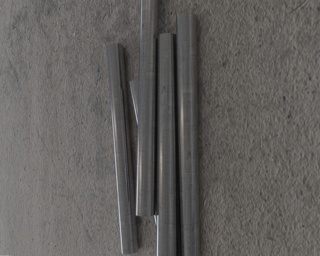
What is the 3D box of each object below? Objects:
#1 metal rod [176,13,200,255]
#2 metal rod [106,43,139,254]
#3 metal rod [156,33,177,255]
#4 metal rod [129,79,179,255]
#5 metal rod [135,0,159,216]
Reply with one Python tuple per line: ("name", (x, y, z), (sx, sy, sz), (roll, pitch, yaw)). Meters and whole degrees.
("metal rod", (0.034, 0.013, 0.376), (0.025, 0.025, 0.298), (-1, 89, 40))
("metal rod", (-0.055, 0.027, 0.450), (0.025, 0.025, 0.298), (-8, 85, 40))
("metal rod", (0.009, 0.031, 0.381), (0.025, 0.025, 0.298), (-4, 82, 40))
("metal rod", (-0.002, 0.080, 0.406), (0.025, 0.025, 0.299), (-18, 78, 38))
("metal rod", (-0.015, -0.042, 0.398), (0.025, 0.025, 0.298), (-5, 81, 40))
